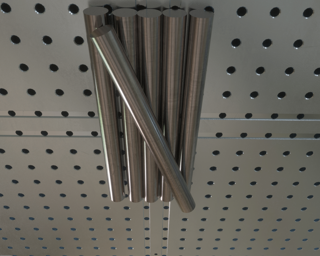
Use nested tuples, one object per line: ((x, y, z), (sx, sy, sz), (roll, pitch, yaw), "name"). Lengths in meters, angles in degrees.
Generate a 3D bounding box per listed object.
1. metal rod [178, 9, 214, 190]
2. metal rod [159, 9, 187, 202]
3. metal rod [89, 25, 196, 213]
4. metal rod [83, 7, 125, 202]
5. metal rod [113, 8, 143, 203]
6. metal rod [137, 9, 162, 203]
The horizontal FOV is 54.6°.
((0.039, -0.002, 0.410), (0.025, 0.025, 0.298), (1, 130, -1), "metal rod")
((0.013, -0.003, 0.410), (0.025, 0.025, 0.298), (0, 130, -1), "metal rod")
((-0.007, 0.014, 0.390), (0.025, 0.025, 0.299), (-15, 129, 12), "metal rod")
((-0.066, -0.004, 0.407), (0.025, 0.025, 0.298), (1, 130, -1), "metal rod")
((-0.037, -0.002, 0.408), (0.025, 0.025, 0.298), (0, 130, -1), "metal rod")
((-0.013, -0.002, 0.408), (0.025, 0.025, 0.298), (0, 130, -1), "metal rod")
